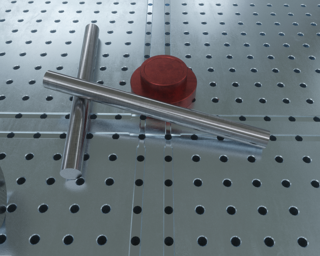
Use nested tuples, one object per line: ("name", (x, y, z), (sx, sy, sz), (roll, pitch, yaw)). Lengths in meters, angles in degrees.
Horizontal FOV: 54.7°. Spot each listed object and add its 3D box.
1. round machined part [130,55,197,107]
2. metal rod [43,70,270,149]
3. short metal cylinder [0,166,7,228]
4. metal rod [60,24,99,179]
("round machined part", (0.006, -0.071, 0.456), (0.099, 0.042, 0.098), (0, 50, 0))
("metal rod", (-0.008, -0.026, 0.409), (0.301, 0.025, 0.025), (16, 52, 5))
("short metal cylinder", (-0.196, 0.070, 0.311), (0.050, 0.080, 0.080), (-8, 51, -7))
("metal rod", (-0.112, -0.061, 0.457), (0.025, 0.025, 0.300), (-2, 50, -2))
